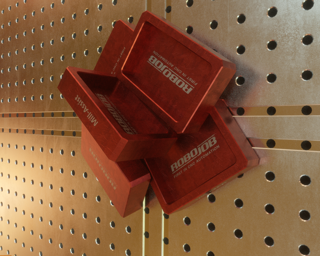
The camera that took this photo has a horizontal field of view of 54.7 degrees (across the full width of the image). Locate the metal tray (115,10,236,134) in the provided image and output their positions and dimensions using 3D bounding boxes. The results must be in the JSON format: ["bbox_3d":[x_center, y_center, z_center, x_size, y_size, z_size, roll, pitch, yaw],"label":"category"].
[{"bbox_3d":[0.011,-0.065,0.356,0.130,0.030,0.089,44,116,31],"label":"metal tray"}]

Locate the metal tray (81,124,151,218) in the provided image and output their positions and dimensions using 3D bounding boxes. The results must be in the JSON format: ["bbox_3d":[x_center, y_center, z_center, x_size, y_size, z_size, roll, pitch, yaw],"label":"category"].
[{"bbox_3d":[-0.068,0.049,0.435,0.130,0.030,0.089,50,145,28],"label":"metal tray"}]

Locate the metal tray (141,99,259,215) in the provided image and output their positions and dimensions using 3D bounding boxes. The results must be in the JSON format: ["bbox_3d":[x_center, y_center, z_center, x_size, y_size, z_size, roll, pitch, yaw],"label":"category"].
[{"bbox_3d":[0.039,0.035,0.371,0.129,0.030,0.090,-41,66,32],"label":"metal tray"}]

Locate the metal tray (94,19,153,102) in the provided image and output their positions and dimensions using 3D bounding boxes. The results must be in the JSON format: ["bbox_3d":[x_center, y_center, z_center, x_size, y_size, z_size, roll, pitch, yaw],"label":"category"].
[{"bbox_3d":[-0.053,-0.076,0.447,0.090,0.030,0.129,46,117,30],"label":"metal tray"}]

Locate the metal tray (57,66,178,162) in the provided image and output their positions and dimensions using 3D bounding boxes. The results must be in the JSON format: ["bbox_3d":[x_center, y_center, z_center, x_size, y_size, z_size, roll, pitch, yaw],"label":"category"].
[{"bbox_3d":[-0.050,-0.019,0.366,0.130,0.091,0.030,48,119,29],"label":"metal tray"}]
